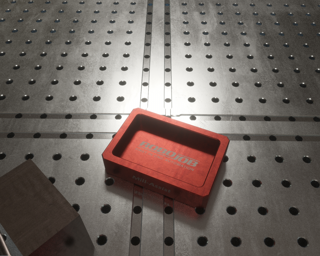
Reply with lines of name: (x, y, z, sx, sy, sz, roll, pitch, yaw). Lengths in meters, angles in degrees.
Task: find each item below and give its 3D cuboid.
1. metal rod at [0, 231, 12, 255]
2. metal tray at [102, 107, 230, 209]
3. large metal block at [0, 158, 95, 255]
metal rod: (-0.166, 0.074, 0.274, 0.025, 0.025, 0.300, -34, 37, -26)
metal tray: (0.008, 0.032, 0.377, 0.130, 0.030, 0.090, 19, 52, 15)
large metal block: (-0.113, 0.089, 0.295, 0.050, 0.080, 0.080, -37, 60, -27)
